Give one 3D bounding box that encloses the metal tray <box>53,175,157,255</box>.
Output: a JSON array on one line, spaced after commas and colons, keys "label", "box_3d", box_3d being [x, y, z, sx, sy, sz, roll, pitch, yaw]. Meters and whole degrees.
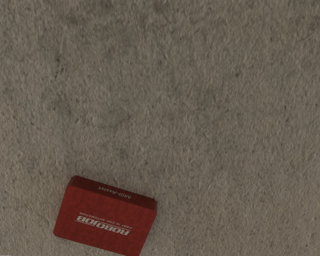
[{"label": "metal tray", "box_3d": [-0.079, 0.131, 0.455, 0.131, 0.030, 0.089, 19, 109, -7]}]
